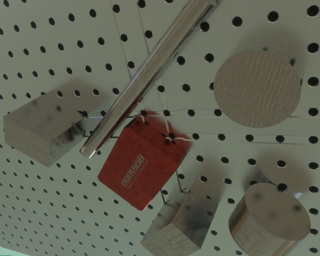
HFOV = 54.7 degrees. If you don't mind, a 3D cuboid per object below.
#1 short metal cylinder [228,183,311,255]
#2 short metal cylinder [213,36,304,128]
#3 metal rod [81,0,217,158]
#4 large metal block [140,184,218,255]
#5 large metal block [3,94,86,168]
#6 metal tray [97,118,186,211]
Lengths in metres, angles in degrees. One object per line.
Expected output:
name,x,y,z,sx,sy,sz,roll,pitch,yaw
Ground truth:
short metal cylinder,0.131,0.114,0.377,0.080,0.080,0.050,27,128,11
short metal cylinder,0.100,-0.047,0.313,0.080,0.050,0.079,13,124,21
metal rod,-0.034,-0.046,0.400,0.025,0.025,0.298,43,129,-1
large metal block,0.028,0.139,0.447,0.050,0.080,0.080,43,129,-1
large metal block,-0.172,0.002,0.467,0.080,0.080,0.050,27,128,11
metal tray,-0.032,0.058,0.461,0.090,0.030,0.129,36,129,4
